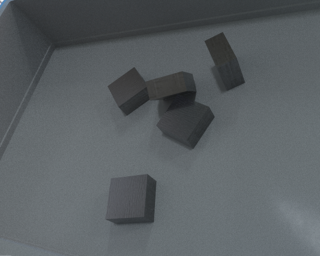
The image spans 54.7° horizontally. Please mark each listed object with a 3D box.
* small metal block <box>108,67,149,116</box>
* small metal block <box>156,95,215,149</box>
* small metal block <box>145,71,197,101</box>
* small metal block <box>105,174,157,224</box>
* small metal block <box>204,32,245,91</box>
[{"bbox_3d":[-0.044,-0.055,0.461,0.050,0.025,0.050,-35,52,4],"label":"small metal block"},{"bbox_3d":[0.032,-0.009,0.393,0.050,0.025,0.050,26,76,36],"label":"small metal block"},{"bbox_3d":[0.016,-0.055,0.410,0.050,0.050,0.025,-12,91,21],"label":"small metal block"},{"bbox_3d":[-0.034,0.085,0.370,0.050,0.025,0.050,-10,57,22],"label":"small metal block"},{"bbox_3d":[0.083,-0.085,0.397,0.025,0.050,0.050,-24,53,13],"label":"small metal block"}]
